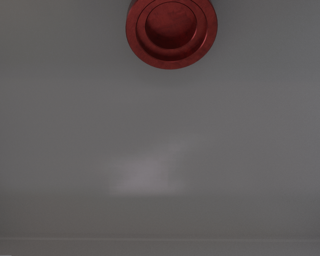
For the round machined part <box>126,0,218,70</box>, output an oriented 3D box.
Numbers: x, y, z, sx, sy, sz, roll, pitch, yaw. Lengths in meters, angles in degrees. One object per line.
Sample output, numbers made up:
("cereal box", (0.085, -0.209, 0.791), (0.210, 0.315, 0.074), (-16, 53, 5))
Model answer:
("round machined part", (0.012, -0.118, 0.346), (0.099, 0.042, 0.097), (-2, 134, -2))
